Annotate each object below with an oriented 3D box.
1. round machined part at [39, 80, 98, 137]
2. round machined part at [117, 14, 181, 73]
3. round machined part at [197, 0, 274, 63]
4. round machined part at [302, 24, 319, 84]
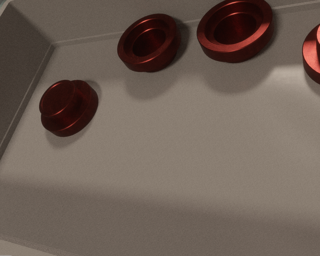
[{"bbox_3d":[-0.152,-0.038,0.496,0.098,0.042,0.098,-13,56,20],"label":"round machined part"},{"bbox_3d":[-0.013,-0.125,0.477,0.098,0.042,0.098,-13,56,20],"label":"round machined part"},{"bbox_3d":[0.103,-0.127,0.418,0.098,0.042,0.098,-13,56,20],"label":"round machined part"},{"bbox_3d":[0.211,-0.093,0.342,0.098,0.042,0.098,-13,56,20],"label":"round machined part"}]
